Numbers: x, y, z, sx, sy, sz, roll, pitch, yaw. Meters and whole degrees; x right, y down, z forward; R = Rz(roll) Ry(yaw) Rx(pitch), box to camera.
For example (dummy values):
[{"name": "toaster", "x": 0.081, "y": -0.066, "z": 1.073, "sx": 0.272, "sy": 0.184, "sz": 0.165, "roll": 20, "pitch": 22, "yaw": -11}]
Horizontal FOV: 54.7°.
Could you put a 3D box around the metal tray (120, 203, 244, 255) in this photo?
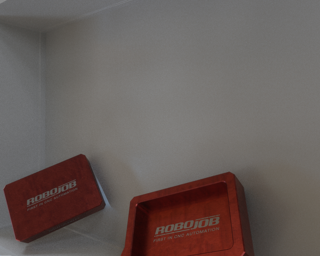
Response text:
[{"name": "metal tray", "x": 0.024, "y": 0.134, "z": 0.350, "sx": 0.130, "sy": 0.030, "sz": 0.090, "roll": 1, "pitch": 54, "yaw": 39}]

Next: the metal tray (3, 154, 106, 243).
[{"name": "metal tray", "x": -0.161, "y": 0.107, "z": 0.477, "sx": 0.030, "sy": 0.131, "sz": 0.090, "roll": 89, "pitch": 156, "yaw": -64}]

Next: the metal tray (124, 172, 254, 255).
[{"name": "metal tray", "x": 0.026, "y": 0.106, "z": 0.327, "sx": 0.130, "sy": 0.030, "sz": 0.090, "roll": -20, "pitch": 43, "yaw": 23}]
